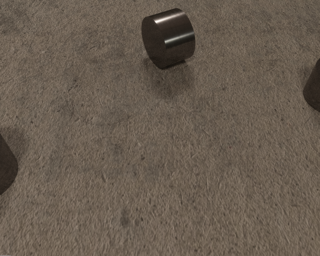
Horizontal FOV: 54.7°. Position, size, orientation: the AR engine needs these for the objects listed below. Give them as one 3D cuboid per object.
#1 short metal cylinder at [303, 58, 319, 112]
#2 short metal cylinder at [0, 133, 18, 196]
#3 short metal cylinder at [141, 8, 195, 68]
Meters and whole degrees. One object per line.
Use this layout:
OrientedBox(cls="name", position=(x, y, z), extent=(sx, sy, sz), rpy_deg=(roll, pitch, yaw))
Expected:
OrientedBox(cls="short metal cylinder", position=(0.255, -0.061, 0.442), extent=(0.081, 0.050, 0.080), rpy_deg=(0, 50, 0))
OrientedBox(cls="short metal cylinder", position=(-0.211, 0.040, 0.351), extent=(0.081, 0.050, 0.080), rpy_deg=(0, 50, 0))
OrientedBox(cls="short metal cylinder", position=(0.012, -0.141, 0.486), extent=(0.050, 0.080, 0.080), rpy_deg=(-24, 54, -19))
